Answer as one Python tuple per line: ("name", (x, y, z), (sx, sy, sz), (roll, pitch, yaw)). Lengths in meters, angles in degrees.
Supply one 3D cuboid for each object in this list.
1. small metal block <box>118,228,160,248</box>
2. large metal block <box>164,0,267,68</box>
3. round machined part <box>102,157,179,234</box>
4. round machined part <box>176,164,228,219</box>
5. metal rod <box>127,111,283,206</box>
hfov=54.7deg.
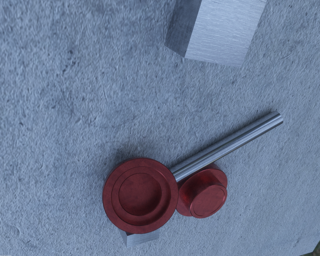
("small metal block", (-0.034, 0.144, 0.461), (0.050, 0.050, 0.025), (-9, 122, -24))
("large metal block", (0.061, -0.119, 0.350), (0.081, 0.050, 0.079), (2, 117, -30))
("round machined part", (-0.028, 0.087, 0.416), (0.099, 0.042, 0.097), (0, 90, -13))
("round machined part", (0.069, 0.106, 0.499), (0.099, 0.042, 0.097), (-14, 124, -21))
("metal rod", (0.059, 0.051, 0.470), (0.302, 0.025, 0.025), (-27, 128, -11))
